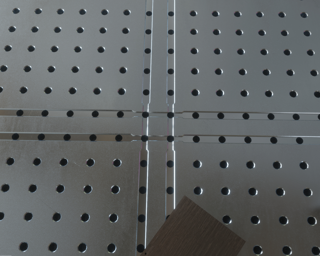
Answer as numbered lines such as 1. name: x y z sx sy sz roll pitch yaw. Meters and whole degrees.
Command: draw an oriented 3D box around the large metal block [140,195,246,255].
1. large metal block: 0.035 0.136 0.349 0.080 0.050 0.080 36 74 12
